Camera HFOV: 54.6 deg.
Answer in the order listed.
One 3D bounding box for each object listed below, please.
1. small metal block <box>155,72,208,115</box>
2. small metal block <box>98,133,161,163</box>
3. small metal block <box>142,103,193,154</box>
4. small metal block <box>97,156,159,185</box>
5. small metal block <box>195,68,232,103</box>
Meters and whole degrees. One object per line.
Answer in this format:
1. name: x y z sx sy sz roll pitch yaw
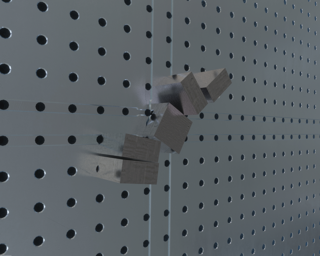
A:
1. small metal block: 0.029 -0.044 0.416 0.025 0.050 0.050 -46 118 -30
2. small metal block: -0.035 0.023 0.362 0.050 0.050 0.025 15 81 -39
3. small metal block: 0.011 0.001 0.417 0.050 0.025 0.050 37 67 -34
4. small metal block: -0.038 0.049 0.361 0.050 0.050 0.025 11 83 -39
5. small metal block: 0.066 -0.060 0.447 0.050 0.050 0.025 -45 117 -30
